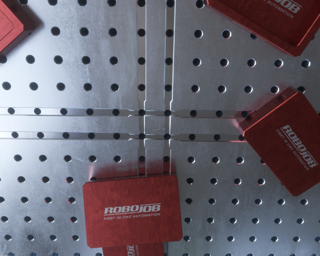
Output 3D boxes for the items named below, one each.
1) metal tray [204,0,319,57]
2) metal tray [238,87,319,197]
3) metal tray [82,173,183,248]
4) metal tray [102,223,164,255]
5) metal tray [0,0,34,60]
[{"bbox_3d":[0.128,-0.152,0.356,0.131,0.030,0.089,27,108,-10],"label":"metal tray"},{"bbox_3d":[0.181,0.021,0.421,0.090,0.030,0.130,-39,106,12],"label":"metal tray"},{"bbox_3d":[-0.037,0.114,0.435,0.131,0.030,0.089,-5,88,1],"label":"metal tray"},{"bbox_3d":[-0.040,0.188,0.479,0.091,0.030,0.129,-4,110,1],"label":"metal tray"},{"bbox_3d":[-0.226,-0.140,0.355,0.090,0.030,0.130,-36,107,12],"label":"metal tray"}]
